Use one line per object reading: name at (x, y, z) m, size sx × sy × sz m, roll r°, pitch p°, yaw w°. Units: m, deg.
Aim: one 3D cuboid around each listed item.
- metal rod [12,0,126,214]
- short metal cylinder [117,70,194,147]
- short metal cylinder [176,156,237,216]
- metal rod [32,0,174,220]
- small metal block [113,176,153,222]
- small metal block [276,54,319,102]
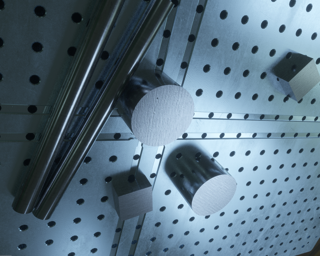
metal rod at (-0.100, -0.030, 0.337) m, size 0.025 × 0.025 × 0.298 m, roll 17°, pitch 110°, yaw -35°
short metal cylinder at (-0.006, -0.024, 0.377) m, size 0.081 × 0.050 × 0.079 m, roll -14°, pitch 124°, yaw -21°
short metal cylinder at (0.073, 0.092, 0.492) m, size 0.081 × 0.050 × 0.079 m, roll -14°, pitch 124°, yaw -21°
metal rod at (-0.073, -0.014, 0.362) m, size 0.025 × 0.025 × 0.299 m, roll 22°, pitch 106°, yaw -37°
small metal block at (-0.039, 0.103, 0.454) m, size 0.050 × 0.025 × 0.050 m, roll -14°, pitch 124°, yaw -21°
small metal block at (0.216, -0.078, 0.481) m, size 0.050 × 0.025 × 0.050 m, roll -44°, pitch 129°, yaw 2°
